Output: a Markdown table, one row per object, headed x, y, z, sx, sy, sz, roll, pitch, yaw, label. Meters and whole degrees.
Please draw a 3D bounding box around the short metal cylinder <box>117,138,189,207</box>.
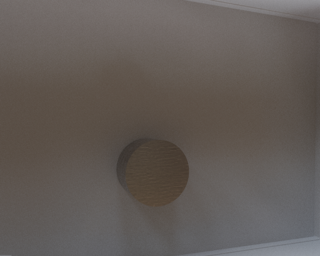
| x | y | z | sx | sy | sz | roll | pitch | yaw | label |
| --- | --- | --- | --- | --- | --- | --- | --- | --- | --- |
| -0.010 | 0.054 | 0.393 | 0.081 | 0.050 | 0.080 | 0 | 90 | -20 | short metal cylinder |
